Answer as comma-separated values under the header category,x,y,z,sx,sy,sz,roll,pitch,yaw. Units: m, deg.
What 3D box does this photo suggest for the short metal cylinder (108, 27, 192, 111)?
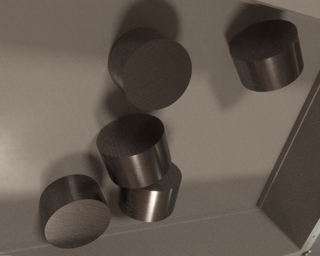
category,x,y,z,sx,sy,sz,roll,pitch,yaw
short metal cylinder,-0.012,-0.066,0.346,0.081,0.050,0.079,-14,125,-21

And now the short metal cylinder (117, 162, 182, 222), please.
category,x,y,z,sx,sy,sz,roll,pitch,yaw
short metal cylinder,-0.015,0.078,0.415,0.081,0.080,0.050,-4,120,-27

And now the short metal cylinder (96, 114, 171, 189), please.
category,x,y,z,sx,sy,sz,roll,pitch,yaw
short metal cylinder,-0.030,0.026,0.374,0.081,0.080,0.050,-24,127,-14

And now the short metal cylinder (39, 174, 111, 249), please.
category,x,y,z,sx,sy,sz,roll,pitch,yaw
short metal cylinder,-0.110,0.107,0.400,0.081,0.050,0.079,-14,125,-21

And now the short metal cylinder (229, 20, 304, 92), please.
category,x,y,z,sx,sy,sz,roll,pitch,yaw
short metal cylinder,0.135,-0.092,0.392,0.080,0.080,0.050,-37,130,-4
